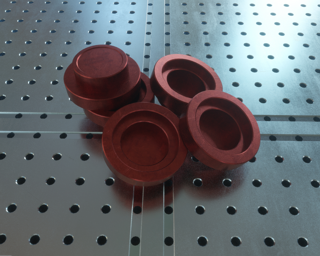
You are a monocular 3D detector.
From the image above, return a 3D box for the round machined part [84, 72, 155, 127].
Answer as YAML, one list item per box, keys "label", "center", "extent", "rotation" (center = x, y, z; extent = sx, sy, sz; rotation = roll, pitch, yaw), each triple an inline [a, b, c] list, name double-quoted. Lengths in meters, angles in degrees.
- label: "round machined part"
  center: [-0.056, -0.037, 0.426]
  extent: [0.099, 0.042, 0.098]
  rotation: [0, 50, 0]

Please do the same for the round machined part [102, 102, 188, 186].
- label: "round machined part"
  center: [-0.019, 0.022, 0.367]
  extent: [0.099, 0.042, 0.098]
  rotation: [5, 64, -9]

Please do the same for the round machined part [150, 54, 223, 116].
- label: "round machined part"
  center: [0.033, -0.055, 0.431]
  extent: [0.099, 0.042, 0.098]
  rotation: [11, 50, -13]

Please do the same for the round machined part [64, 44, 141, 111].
- label: "round machined part"
  center: [-0.075, -0.071, 0.400]
  extent: [0.099, 0.042, 0.098]
  rotation: [0, 50, 0]

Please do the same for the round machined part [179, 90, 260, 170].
- label: "round machined part"
  center: [0.068, 0.006, 0.377]
  extent: [0.099, 0.042, 0.098]
  rotation: [11, 59, -18]
